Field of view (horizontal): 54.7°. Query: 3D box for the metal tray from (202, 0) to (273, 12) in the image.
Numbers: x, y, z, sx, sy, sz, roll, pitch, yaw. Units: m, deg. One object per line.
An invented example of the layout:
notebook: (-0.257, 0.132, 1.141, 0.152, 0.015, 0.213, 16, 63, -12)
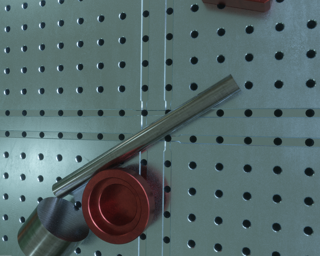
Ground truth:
metal tray: (0.105, -0.215, 0.372, 0.090, 0.030, 0.129, 17, 96, 18)

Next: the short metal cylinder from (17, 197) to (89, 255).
short metal cylinder: (-0.148, 0.144, 0.434, 0.080, 0.080, 0.050, 42, 103, 15)

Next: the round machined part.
round machined part: (-0.053, 0.102, 0.421, 0.098, 0.042, 0.097, 0, 90, 19)

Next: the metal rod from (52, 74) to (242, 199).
metal rod: (-0.029, 0.019, 0.421, 0.300, 0.025, 0.025, -31, 80, 16)
